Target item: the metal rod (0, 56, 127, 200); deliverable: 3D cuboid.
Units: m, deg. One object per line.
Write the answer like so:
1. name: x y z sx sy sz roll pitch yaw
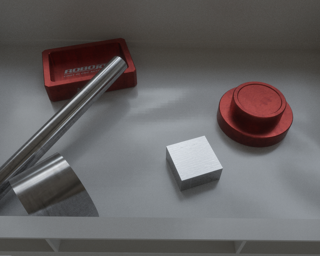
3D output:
1. metal rod: -0.139 0.014 0.371 0.025 0.025 0.301 27 61 20

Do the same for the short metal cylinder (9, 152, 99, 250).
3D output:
1. short metal cylinder: -0.104 0.071 0.308 0.050 0.080 0.080 -33 58 -24

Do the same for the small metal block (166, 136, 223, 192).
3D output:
1. small metal block: 0.040 0.042 0.371 0.050 0.025 0.050 -15 52 -13

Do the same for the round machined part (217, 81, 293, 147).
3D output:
1. round machined part: 0.129 -0.025 0.417 0.099 0.042 0.098 0 50 0

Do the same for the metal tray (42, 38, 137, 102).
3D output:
1. metal tray: -0.109 -0.092 0.477 0.131 0.030 0.090 -12 51 -11
